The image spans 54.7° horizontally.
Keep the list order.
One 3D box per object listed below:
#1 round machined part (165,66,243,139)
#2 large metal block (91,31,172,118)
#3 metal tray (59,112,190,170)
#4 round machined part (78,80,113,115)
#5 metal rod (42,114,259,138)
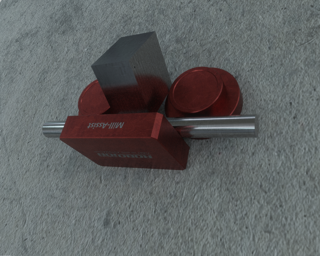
[{"bbox_3d":[0.050,-0.038,0.389,0.098,0.042,0.098,-13,56,20],"label":"round machined part"},{"bbox_3d":[-0.030,-0.064,0.390,0.050,0.080,0.080,-2,37,26],"label":"large metal block"},{"bbox_3d":[-0.041,0.018,0.372,0.130,0.090,0.030,-1,62,27],"label":"metal tray"},{"bbox_3d":[-0.080,-0.036,0.454,0.098,0.042,0.098,-13,56,20],"label":"round machined part"},{"bbox_3d":[-0.032,0.000,0.394,0.300,0.025,0.025,-1,61,27],"label":"metal rod"}]
